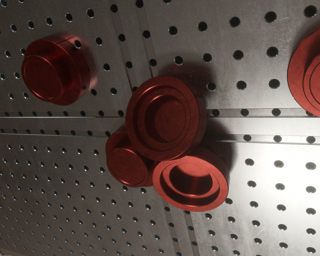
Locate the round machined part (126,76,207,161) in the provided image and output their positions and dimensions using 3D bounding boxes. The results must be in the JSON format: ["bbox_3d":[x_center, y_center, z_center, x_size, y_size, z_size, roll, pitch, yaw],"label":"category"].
[{"bbox_3d":[0.011,-0.010,0.369,0.098,0.042,0.097,-2,86,31],"label":"round machined part"}]

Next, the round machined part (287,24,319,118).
[{"bbox_3d":[0.168,-0.049,0.282,0.098,0.042,0.097,13,124,20],"label":"round machined part"}]

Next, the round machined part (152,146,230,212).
[{"bbox_3d":[0.042,0.061,0.408,0.098,0.042,0.097,9,125,13],"label":"round machined part"}]

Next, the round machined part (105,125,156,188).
[{"bbox_3d":[-0.038,0.047,0.448,0.098,0.042,0.097,13,124,20],"label":"round machined part"}]

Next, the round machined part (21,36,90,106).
[{"bbox_3d":[-0.151,-0.075,0.432,0.098,0.042,0.097,13,124,20],"label":"round machined part"}]
